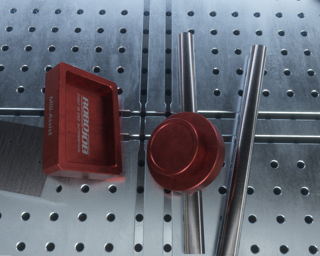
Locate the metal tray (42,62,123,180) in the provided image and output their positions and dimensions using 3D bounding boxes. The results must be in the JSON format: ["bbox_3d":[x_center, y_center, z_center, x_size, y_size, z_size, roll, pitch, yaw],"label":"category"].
[{"bbox_3d":[-0.093,-0.006,0.379,0.030,0.091,0.129,-21,65,36],"label":"metal tray"}]

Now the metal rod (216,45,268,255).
[{"bbox_3d":[0.110,0.022,0.405,0.025,0.025,0.299,13,70,4],"label":"metal rod"}]

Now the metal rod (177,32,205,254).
[{"bbox_3d":[0.039,0.005,0.410,0.025,0.025,0.299,0,70,-1],"label":"metal rod"}]

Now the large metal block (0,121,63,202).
[{"bbox_3d":[-0.164,0.042,0.381,0.080,0.050,0.080,10,70,3],"label":"large metal block"}]

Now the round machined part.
[{"bbox_3d":[0.024,0.026,0.369,0.098,0.042,0.098,-12,67,30],"label":"round machined part"}]
